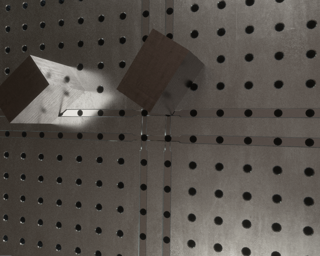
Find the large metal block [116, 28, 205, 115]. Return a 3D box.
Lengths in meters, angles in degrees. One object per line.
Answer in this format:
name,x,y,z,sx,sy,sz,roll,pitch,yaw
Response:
large metal block,0.004,-0.064,0.381,0.050,0.080,0.080,36,101,16

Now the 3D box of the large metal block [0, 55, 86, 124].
large metal block,-0.170,-0.051,0.441,0.080,0.080,0.050,-39,78,15
